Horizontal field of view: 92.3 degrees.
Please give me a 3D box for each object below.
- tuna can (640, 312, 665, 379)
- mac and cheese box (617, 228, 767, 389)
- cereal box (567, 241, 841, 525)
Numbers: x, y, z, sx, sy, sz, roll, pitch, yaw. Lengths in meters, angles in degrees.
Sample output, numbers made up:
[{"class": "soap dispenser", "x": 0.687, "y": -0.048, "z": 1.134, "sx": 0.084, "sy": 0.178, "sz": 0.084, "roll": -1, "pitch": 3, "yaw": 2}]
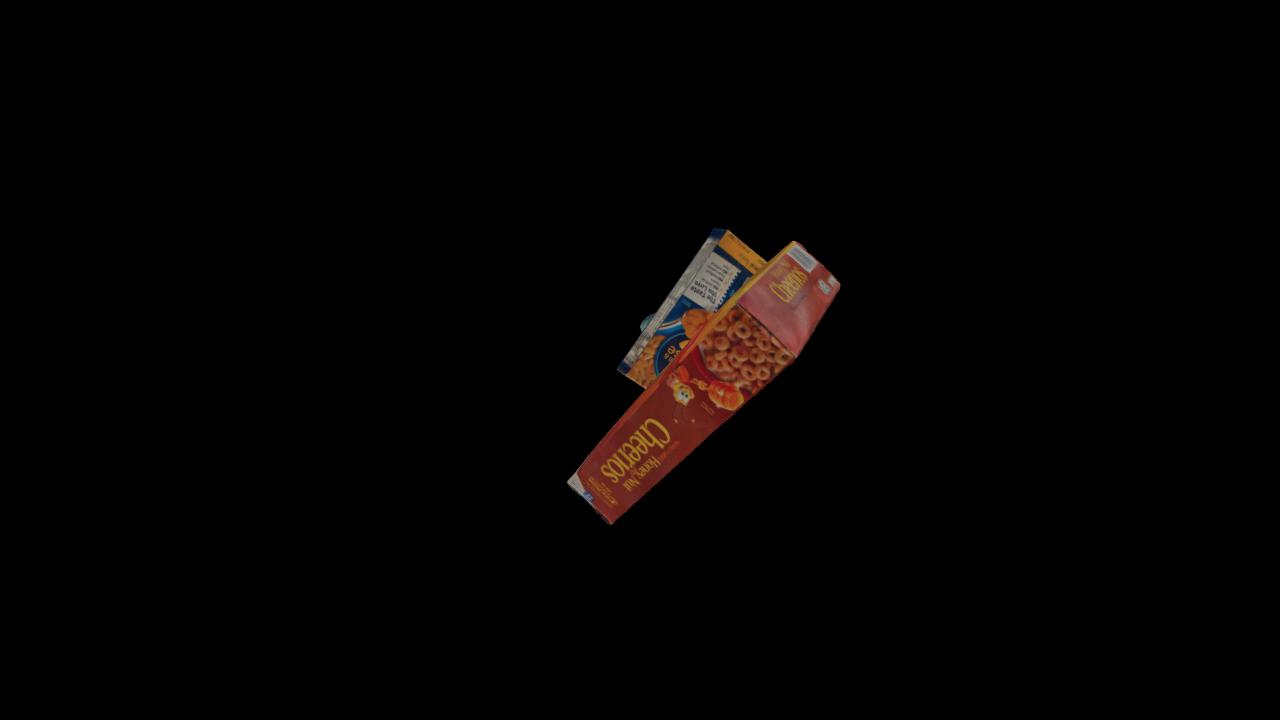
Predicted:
[{"class": "tuna can", "x": 0.043, "y": -0.039, "z": 0.747, "sx": 0.084, "sy": 0.034, "sz": 0.084, "roll": -16, "pitch": -12, "yaw": -4}, {"class": "mac and cheese box", "x": 0.066, "y": -0.039, "z": 0.656, "sx": 0.093, "sy": 0.184, "sz": 0.041, "roll": 34, "pitch": 1, "yaw": -24}, {"class": "cereal box", "x": 0.064, "y": 0.026, "z": 0.657, "sx": 0.306, "sy": 0.081, "sz": 0.203, "roll": -48, "pitch": -4, "yaw": 37}]
